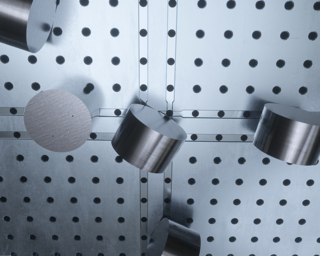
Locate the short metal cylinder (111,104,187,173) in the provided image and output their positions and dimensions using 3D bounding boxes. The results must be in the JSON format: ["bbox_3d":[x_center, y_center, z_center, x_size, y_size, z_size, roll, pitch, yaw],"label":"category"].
[{"bbox_3d":[-0.013,0.012,0.388,0.080,0.080,0.050,27,108,-10],"label":"short metal cylinder"}]

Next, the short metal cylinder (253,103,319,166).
[{"bbox_3d":[0.163,0.006,0.388,0.081,0.080,0.050,11,110,-4],"label":"short metal cylinder"}]

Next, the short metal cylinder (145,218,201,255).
[{"bbox_3d":[0.017,0.178,0.450,0.050,0.080,0.080,26,108,-9],"label":"short metal cylinder"}]

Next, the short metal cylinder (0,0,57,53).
[{"bbox_3d":[-0.152,-0.128,0.335,0.050,0.080,0.079,18,109,-7],"label":"short metal cylinder"}]

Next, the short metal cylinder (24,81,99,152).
[{"bbox_3d":[-0.122,-0.016,0.393,0.081,0.050,0.079,0,110,0],"label":"short metal cylinder"}]
